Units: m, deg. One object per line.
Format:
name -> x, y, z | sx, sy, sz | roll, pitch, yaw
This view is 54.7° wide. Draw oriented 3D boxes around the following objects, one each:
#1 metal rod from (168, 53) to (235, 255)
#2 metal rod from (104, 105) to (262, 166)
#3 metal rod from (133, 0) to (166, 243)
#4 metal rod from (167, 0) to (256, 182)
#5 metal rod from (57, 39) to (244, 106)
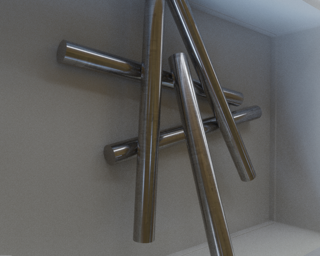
metal rod -> 0.050, 0.049, 0.356 | 0.025, 0.025, 0.299 | 4, 67, -40
metal rod -> 0.055, 0.002, 0.452 | 0.302, 0.025, 0.025 | -15, 100, -39
metal rod -> -0.012, -0.020, 0.362 | 0.025, 0.025, 0.298 | 4, 87, -40
metal rod -> 0.077, -0.049, 0.436 | 0.025, 0.025, 0.299 | -40, 114, -33
metal rod -> 0.013, -0.064, 0.417 | 0.302, 0.025, 0.025 | 8, 85, -40
